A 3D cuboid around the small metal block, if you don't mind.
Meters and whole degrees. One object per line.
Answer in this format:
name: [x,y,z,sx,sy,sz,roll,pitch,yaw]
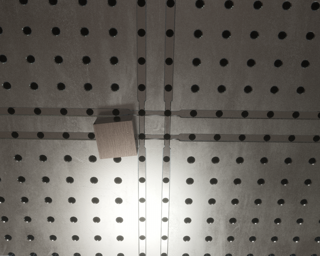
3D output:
small metal block: [-0.058,0.012,0.417,0.050,0.025,0.050,-6,110,1]
